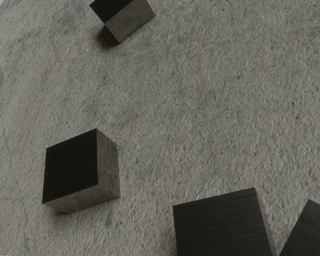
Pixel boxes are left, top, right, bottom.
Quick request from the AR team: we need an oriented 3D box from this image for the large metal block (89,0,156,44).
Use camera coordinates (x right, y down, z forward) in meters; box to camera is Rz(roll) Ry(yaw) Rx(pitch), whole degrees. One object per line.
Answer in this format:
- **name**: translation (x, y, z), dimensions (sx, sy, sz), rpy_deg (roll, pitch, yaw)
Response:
- **large metal block**: translation (-0.068, -0.210, 0.552), dimensions (0.080, 0.050, 0.080), rpy_deg (-38, 51, 2)

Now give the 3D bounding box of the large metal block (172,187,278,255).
- **large metal block**: translation (0.062, 0.109, 0.288), dimensions (0.080, 0.050, 0.080), rpy_deg (-18, 55, 18)

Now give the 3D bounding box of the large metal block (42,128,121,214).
- **large metal block**: translation (-0.102, 0.058, 0.406), dimensions (0.080, 0.050, 0.080), rpy_deg (-21, 54, 15)

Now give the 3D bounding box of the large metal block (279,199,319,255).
- **large metal block**: translation (0.142, 0.105, 0.230), dimensions (0.080, 0.080, 0.050), rpy_deg (24, 75, 36)
